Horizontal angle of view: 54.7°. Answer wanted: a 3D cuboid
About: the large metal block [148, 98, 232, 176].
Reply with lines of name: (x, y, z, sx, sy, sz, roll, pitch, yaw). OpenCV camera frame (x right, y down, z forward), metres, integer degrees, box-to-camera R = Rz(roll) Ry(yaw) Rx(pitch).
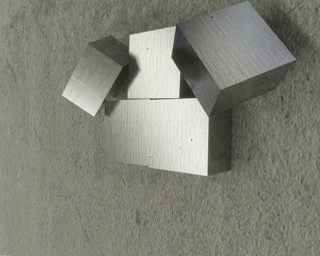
large metal block: (0.034, 0.008, 0.358, 0.080, 0.050, 0.079, 2, 91, 39)

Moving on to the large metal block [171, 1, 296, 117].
large metal block: (0.067, -0.069, 0.306, 0.080, 0.081, 0.050, 62, 164, 21)

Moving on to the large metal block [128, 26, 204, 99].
large metal block: (0.008, -0.075, 0.382, 0.080, 0.050, 0.079, 4, 92, 39)

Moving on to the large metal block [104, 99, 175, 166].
large metal block: (-0.028, 0.004, 0.410, 0.080, 0.050, 0.079, 2, 91, 39)

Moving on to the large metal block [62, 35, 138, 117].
large metal block: (-0.078, -0.073, 0.423, 0.050, 0.080, 0.080, 34, 116, -3)
